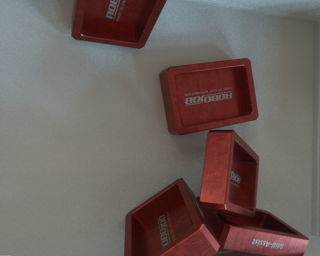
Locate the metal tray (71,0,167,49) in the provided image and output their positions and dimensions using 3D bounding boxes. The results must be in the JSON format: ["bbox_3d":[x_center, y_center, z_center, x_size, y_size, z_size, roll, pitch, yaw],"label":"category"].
[{"bbox_3d":[-0.044,-0.143,0.338,0.091,0.129,0.030,3,66,-20],"label":"metal tray"}]

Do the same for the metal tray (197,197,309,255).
[{"bbox_3d":[0.118,0.134,0.419,0.131,0.090,0.030,16,95,-20],"label":"metal tray"}]

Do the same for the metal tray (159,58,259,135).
[{"bbox_3d":[0.071,-0.045,0.435,0.131,0.030,0.089,-11,94,-20],"label":"metal tray"}]

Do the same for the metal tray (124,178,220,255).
[{"bbox_3d":[0.006,0.113,0.346,0.090,0.130,0.030,-35,102,2],"label":"metal tray"}]

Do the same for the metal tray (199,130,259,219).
[{"bbox_3d":[0.094,0.064,0.397,0.130,0.030,0.090,33,61,-54],"label":"metal tray"}]
